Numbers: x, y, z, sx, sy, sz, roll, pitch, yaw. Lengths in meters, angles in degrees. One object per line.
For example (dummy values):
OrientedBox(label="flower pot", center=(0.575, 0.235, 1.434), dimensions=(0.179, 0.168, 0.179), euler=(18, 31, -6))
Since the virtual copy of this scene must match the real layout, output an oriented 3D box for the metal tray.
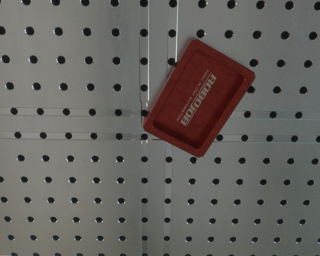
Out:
OrientedBox(label="metal tray", center=(0.047, -0.036, 0.397), dimensions=(0.090, 0.030, 0.129), euler=(27, 108, -10))
